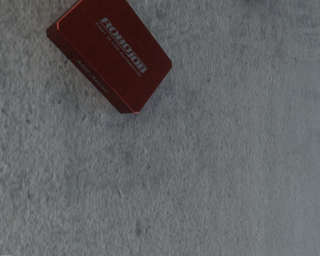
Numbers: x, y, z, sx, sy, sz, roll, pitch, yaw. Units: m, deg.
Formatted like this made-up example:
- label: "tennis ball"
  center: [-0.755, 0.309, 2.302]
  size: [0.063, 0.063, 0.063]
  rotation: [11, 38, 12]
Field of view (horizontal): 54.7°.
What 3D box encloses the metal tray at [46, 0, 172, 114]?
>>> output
- label: "metal tray"
  center: [-0.051, -0.090, 0.360]
  size: [0.130, 0.030, 0.090]
  rotation: [49, 61, -29]
